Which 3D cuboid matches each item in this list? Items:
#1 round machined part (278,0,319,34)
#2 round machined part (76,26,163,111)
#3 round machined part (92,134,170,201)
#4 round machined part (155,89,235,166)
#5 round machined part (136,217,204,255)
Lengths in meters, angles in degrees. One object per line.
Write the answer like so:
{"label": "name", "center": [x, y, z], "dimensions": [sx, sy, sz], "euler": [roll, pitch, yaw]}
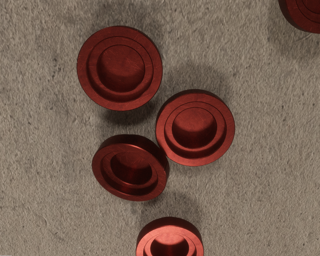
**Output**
{"label": "round machined part", "center": [0.180, -0.157, 0.345], "dimensions": [0.099, 0.042, 0.097], "euler": [0, 110, -1]}
{"label": "round machined part", "center": [-0.046, -0.073, 0.373], "dimensions": [0.099, 0.042, 0.097], "euler": [0, 110, -1]}
{"label": "round machined part", "center": [-0.035, 0.047, 0.407], "dimensions": [0.098, 0.042, 0.097], "euler": [7, 125, 10]}
{"label": "round machined part", "center": [0.043, -0.003, 0.400], "dimensions": [0.099, 0.042, 0.097], "euler": [0, 110, -1]}
{"label": "round machined part", "center": [0.014, 0.174, 0.465], "dimensions": [0.099, 0.042, 0.097], "euler": [0, 110, -1]}
